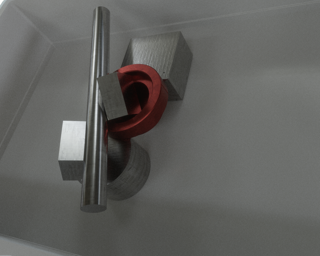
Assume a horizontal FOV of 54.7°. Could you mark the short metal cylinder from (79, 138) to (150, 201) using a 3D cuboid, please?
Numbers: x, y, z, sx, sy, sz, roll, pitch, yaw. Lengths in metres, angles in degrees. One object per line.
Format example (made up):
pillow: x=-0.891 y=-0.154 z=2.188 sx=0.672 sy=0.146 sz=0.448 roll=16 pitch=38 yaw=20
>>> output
short metal cylinder: x=-0.059 y=0.045 z=0.390 sx=0.080 sy=0.050 sz=0.080 roll=-13 pitch=56 yaw=20

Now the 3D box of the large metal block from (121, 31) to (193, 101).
large metal block: x=-0.006 y=-0.085 z=0.440 sx=0.080 sy=0.050 sz=0.080 roll=0 pitch=62 yaw=28

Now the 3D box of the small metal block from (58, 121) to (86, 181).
small metal block: x=-0.098 y=0.027 z=0.354 sx=0.025 sy=0.050 sz=0.050 roll=2 pitch=56 yaw=-10

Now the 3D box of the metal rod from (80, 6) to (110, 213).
metal rod: x=-0.076 y=-0.047 z=0.381 sx=0.025 sy=0.025 sz=0.299 roll=-17 pitch=55 yaw=18

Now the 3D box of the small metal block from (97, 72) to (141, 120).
small metal block: x=-0.047 y=-0.038 z=0.373 sx=0.025 sy=0.050 sz=0.050 roll=-15 pitch=90 yaw=16

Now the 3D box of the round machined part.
round machined part: x=-0.034 y=-0.029 z=0.390 sx=0.098 sy=0.042 sz=0.098 roll=-13 pitch=56 yaw=20
